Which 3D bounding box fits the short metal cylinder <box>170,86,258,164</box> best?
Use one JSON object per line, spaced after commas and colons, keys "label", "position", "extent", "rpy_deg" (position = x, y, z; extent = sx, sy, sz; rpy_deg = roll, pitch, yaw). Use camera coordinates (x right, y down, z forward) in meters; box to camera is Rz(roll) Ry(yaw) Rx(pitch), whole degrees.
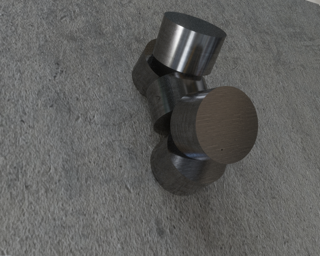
{"label": "short metal cylinder", "position": [0.059, -0.003, 0.338], "extent": [0.081, 0.050, 0.080], "rpy_deg": [0, 90, -27]}

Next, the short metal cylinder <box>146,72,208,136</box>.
{"label": "short metal cylinder", "position": [0.026, -0.030, 0.403], "extent": [0.081, 0.080, 0.050], "rpy_deg": [1, 61, -28]}

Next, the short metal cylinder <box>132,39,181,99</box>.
{"label": "short metal cylinder", "position": [0.006, -0.080, 0.442], "extent": [0.081, 0.050, 0.080], "rpy_deg": [14, 56, -21]}

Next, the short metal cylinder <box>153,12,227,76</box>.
{"label": "short metal cylinder", "position": [0.036, -0.107, 0.391], "extent": [0.081, 0.050, 0.080], "rpy_deg": [15, 32, -9]}

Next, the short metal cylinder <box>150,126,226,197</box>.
{"label": "short metal cylinder", "position": [0.034, 0.039, 0.384], "extent": [0.081, 0.050, 0.080], "rpy_deg": [14, 56, -21]}
